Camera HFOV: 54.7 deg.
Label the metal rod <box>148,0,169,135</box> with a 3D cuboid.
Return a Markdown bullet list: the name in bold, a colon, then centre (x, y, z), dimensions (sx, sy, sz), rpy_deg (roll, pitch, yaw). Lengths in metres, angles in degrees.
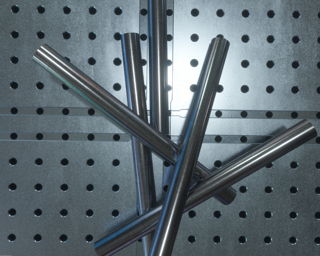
- **metal rod**: centre (-0.003, -0.140, 0.413), dimensions (0.025, 0.025, 0.298), rpy_deg (-1, 90, -1)

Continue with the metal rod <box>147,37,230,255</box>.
- **metal rod**: centre (0.037, 0.023, 0.378), dimensions (0.025, 0.025, 0.299), rpy_deg (18, 75, -1)

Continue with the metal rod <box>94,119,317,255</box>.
- **metal rod**: centre (0.053, 0.077, 0.382), dimensions (0.301, 0.025, 0.025), rpy_deg (-31, 90, 3)

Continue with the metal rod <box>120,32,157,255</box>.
- **metal rod**: centre (-0.025, 0.025, 0.413), dimensions (0.025, 0.025, 0.298), rpy_deg (-6, 90, -1)

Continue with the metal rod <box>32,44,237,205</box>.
- **metal rod**: centre (-0.023, 0.003, 0.387), dimensions (0.301, 0.025, 0.025), rpy_deg (38, 90, -11)
